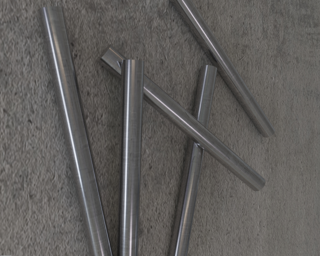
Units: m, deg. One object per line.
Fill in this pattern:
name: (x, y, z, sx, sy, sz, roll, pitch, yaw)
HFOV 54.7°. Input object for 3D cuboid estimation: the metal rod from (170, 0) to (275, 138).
metal rod: (0.112, -0.087, 0.497, 0.300, 0.025, 0.025, 47, 62, -30)

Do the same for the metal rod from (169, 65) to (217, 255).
metal rod: (0.047, 0.055, 0.443, 0.025, 0.025, 0.299, 17, 79, -39)

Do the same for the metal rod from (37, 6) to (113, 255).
metal rod: (-0.086, 0.027, 0.332, 0.025, 0.025, 0.298, -16, 100, -39)

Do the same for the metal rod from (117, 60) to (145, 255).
metal rod: (-0.035, 0.074, 0.355, 0.025, 0.025, 0.298, -3, 98, -40)

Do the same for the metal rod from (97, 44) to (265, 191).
metal rod: (0.043, 0.000, 0.413, 0.301, 0.025, 0.025, 39, 66, -24)
